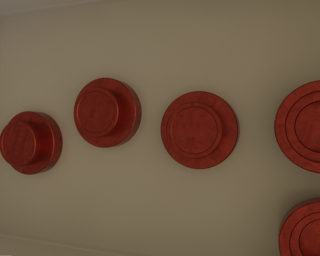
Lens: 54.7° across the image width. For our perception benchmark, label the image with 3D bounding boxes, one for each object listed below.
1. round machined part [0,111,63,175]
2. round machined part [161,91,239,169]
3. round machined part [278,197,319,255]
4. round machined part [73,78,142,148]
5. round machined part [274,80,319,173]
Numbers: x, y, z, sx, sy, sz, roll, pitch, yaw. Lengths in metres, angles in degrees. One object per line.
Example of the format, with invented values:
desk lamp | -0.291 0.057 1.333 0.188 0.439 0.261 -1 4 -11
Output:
round machined part | -0.203 0.023 0.473 0.098 0.042 0.097 0 90 20
round machined part | 0.047 0.003 0.385 0.098 0.042 0.097 0 90 20
round machined part | 0.181 0.124 0.337 0.098 0.042 0.097 0 90 20
round machined part | -0.079 -0.021 0.429 0.098 0.042 0.097 0 90 20
round machined part | 0.177 -0.001 0.339 0.098 0.042 0.097 0 90 20
